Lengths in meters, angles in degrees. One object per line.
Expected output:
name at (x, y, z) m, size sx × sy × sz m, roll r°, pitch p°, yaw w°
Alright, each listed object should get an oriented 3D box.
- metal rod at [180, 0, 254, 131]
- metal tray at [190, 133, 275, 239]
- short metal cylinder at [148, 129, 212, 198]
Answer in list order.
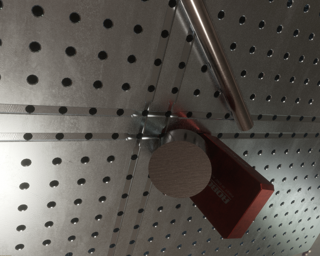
metal rod at (0.067, -0.099, 0.388) m, size 0.025 × 0.025 × 0.300 m, roll -38°, pitch 130°, yaw -3°
metal tray at (0.085, 0.078, 0.439) m, size 0.030 × 0.130 × 0.089 m, roll 15°, pitch 111°, yaw -39°
short metal cylinder at (0.028, 0.047, 0.417) m, size 0.080 × 0.050 × 0.079 m, roll 2°, pitch 107°, yaw 5°
